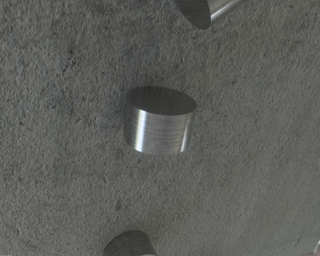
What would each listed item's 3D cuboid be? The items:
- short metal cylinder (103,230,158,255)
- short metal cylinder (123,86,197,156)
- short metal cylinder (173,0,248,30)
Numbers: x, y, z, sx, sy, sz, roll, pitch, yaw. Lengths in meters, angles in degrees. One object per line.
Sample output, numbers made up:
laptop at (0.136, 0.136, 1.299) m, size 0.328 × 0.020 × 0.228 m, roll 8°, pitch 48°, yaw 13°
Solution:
short metal cylinder at (-0.045, 0.213, 0.497) m, size 0.081 × 0.050 × 0.079 m, roll -14°, pitch 124°, yaw -21°
short metal cylinder at (-0.001, -0.011, 0.364) m, size 0.081 × 0.080 × 0.050 m, roll -6°, pitch 121°, yaw -25°
short metal cylinder at (0.045, -0.146, 0.305) m, size 0.050 × 0.080 × 0.080 m, roll -37°, pitch 129°, yaw -4°
